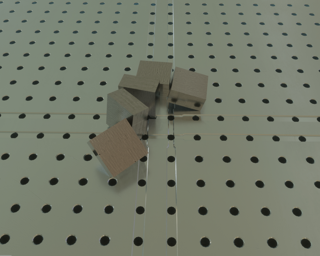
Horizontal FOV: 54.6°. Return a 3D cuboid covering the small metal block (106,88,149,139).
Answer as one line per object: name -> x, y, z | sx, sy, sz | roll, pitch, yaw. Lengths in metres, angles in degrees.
small metal block -> -0.043, -0.015, 0.402 | 0.025, 0.050, 0.050 | -29, 55, -36

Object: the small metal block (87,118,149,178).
small metal block -> -0.051, 0.024, 0.370 | 0.050, 0.025, 0.050 | -34, 94, -20

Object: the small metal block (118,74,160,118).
small metal block -> -0.027, -0.044, 0.428 | 0.050, 0.050, 0.025 | 11, 51, 9

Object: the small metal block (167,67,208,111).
small metal block -> 0.041, -0.057, 0.449 | 0.050, 0.025, 0.050 | 15, 51, -4

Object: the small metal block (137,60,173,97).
small metal block -> -0.009, -0.076, 0.471 | 0.050, 0.025, 0.050 | 5, 50, 4
